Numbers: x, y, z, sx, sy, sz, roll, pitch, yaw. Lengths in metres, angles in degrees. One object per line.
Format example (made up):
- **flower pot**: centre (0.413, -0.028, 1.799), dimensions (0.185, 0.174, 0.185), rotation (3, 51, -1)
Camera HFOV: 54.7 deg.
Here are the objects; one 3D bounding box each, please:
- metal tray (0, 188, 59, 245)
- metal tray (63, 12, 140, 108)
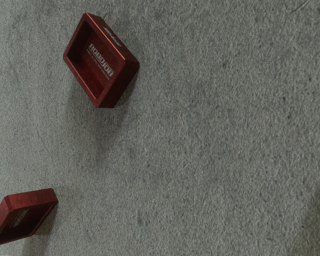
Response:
- **metal tray**: centre (-0.259, 0.167, 0.576), dimensions (0.129, 0.091, 0.030), rotation (-50, 61, 28)
- **metal tray**: centre (-0.095, -0.104, 0.480), dimensions (0.130, 0.030, 0.090), rotation (52, 120, 27)
